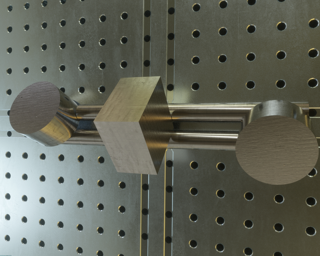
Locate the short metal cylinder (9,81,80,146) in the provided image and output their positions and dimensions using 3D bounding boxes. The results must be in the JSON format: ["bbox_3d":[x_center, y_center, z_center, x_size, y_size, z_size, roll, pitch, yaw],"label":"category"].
[{"bbox_3d":[-0.163,-0.019,0.441,0.080,0.050,0.080,-7,65,16],"label":"short metal cylinder"}]

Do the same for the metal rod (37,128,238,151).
[{"bbox_3d":[-0.044,0.014,0.427,0.301,0.025,0.025,1,90,19],"label":"metal rod"}]

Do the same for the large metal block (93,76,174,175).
[{"bbox_3d":[-0.025,-0.004,0.360,0.050,0.080,0.080,1,132,20],"label":"large metal block"}]

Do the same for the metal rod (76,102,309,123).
[{"bbox_3d":[0.026,-0.020,0.402,0.301,0.025,0.025,1,90,19],"label":"metal rod"}]

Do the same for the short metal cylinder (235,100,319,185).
[{"bbox_3d":[0.127,0.015,0.340,0.080,0.050,0.079,8,115,17],"label":"short metal cylinder"}]
